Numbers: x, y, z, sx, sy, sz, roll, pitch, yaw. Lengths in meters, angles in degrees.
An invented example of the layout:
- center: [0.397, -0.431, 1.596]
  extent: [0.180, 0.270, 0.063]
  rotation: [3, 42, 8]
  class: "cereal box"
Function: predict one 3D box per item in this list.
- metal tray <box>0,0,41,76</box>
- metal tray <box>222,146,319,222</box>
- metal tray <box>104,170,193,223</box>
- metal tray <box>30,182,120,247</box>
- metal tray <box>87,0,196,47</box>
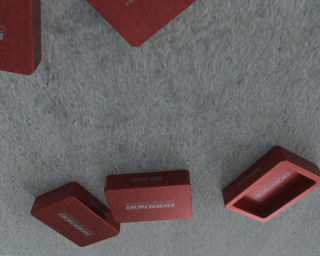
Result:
- center: [-0.190, -0.109, 0.308]
  extent: [0.131, 0.030, 0.089]
  rotation: [10, 130, -9]
  class: "metal tray"
- center: [0.173, 0.092, 0.485]
  extent: [0.090, 0.030, 0.129]
  rotation: [25, 126, -20]
  class: "metal tray"
- center: [-0.016, 0.112, 0.499]
  extent: [0.131, 0.030, 0.089]
  rotation: [-5, 130, 3]
  class: "metal tray"
- center: [-0.140, 0.152, 0.532]
  extent: [0.090, 0.030, 0.130]
  rotation: [-25, 126, 19]
  class: "metal tray"
- center: [-0.005, -0.147, 0.279]
  extent: [0.130, 0.030, 0.090]
  rotation: [-33, 123, 24]
  class: "metal tray"
